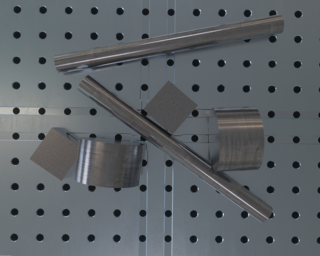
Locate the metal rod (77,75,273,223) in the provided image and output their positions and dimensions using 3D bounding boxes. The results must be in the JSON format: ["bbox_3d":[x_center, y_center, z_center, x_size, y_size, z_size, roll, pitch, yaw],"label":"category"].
[{"bbox_3d":[0.020,0.028,0.413,0.301,0.025,0.025,36,90,0],"label":"metal rod"}]

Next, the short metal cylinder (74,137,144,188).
[{"bbox_3d":[-0.062,0.041,0.385,0.080,0.080,0.050,7,90,0],"label":"short metal cylinder"}]

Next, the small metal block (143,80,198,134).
[{"bbox_3d":[0.014,-0.027,0.413,0.050,0.025,0.050,41,90,0],"label":"small metal block"}]

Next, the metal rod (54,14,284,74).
[{"bbox_3d":[0.012,-0.112,0.413,0.302,0.025,0.025,-10,90,0],"label":"metal rod"}]

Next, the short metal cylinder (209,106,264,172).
[{"bbox_3d":[0.092,0.014,0.387,0.050,0.080,0.079,-2,90,0],"label":"short metal cylinder"}]

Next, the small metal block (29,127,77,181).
[{"bbox_3d":[-0.133,0.034,0.412,0.050,0.025,0.050,35,90,0],"label":"small metal block"}]
